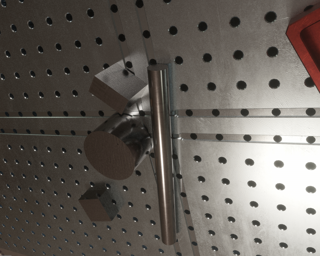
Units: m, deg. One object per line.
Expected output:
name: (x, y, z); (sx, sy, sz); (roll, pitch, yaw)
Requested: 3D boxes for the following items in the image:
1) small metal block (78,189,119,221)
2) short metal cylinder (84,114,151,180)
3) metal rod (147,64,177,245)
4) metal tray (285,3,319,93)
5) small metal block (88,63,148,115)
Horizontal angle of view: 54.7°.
small metal block: (-0.109, 0.139, 0.553); (0.050, 0.025, 0.050); (-12, 113, 32)
short metal cylinder: (-0.060, 0.027, 0.441); (0.080, 0.050, 0.079); (13, 124, 20)
metal rod: (0.006, 0.057, 0.441); (0.025, 0.025, 0.298); (10, 123, 22)
metal tray: (0.188, -0.083, 0.257); (0.130, 0.030, 0.090); (-27, 104, 37)
small metal block: (-0.052, -0.051, 0.389); (0.050, 0.050, 0.025); (36, 129, 4)
